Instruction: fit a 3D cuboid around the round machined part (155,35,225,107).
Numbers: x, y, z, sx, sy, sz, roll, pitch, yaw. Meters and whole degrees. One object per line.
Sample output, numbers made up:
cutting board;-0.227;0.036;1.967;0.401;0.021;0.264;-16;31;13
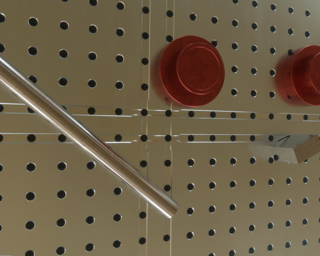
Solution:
round machined part;0.046;-0.077;0.420;0.099;0.042;0.097;0;90;-20

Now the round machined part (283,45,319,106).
round machined part;0.250;-0.084;0.495;0.099;0.042;0.097;0;90;-20

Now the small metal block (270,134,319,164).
small metal block;0.208;0.031;0.476;0.050;0.050;0.025;-24;98;-18

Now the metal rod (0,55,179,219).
metal rod;-0.091;0.014;0.379;0.300;0.025;0.025;42;77;-15
